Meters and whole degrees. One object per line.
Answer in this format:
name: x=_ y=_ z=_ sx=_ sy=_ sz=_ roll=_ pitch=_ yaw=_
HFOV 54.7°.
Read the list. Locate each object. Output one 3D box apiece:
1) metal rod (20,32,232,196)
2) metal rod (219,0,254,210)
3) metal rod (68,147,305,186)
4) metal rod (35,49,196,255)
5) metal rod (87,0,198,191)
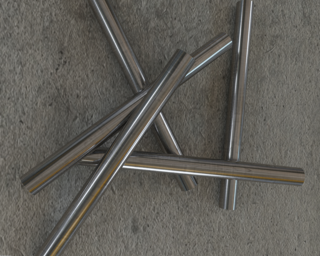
metal rod: x=-0.027 y=-0.027 z=0.371 sx=0.301 sy=0.025 sz=0.025 roll=-38 pitch=102 yaw=-16
metal rod: x=0.111 y=-0.034 z=0.449 sx=0.025 sy=0.025 sz=0.298 roll=6 pitch=88 yaw=-20
metal rod: x=0.040 y=0.048 z=0.393 sx=0.302 sy=0.025 sz=0.025 roll=7 pitch=88 yaw=-9
metal rod: x=-0.056 y=0.042 z=0.352 sx=0.025 sy=0.025 sz=0.299 roll=34 pitch=92 yaw=-17
metal rod: x=-0.025 y=-0.053 z=0.399 sx=0.025 sy=0.025 sz=0.299 roll=-29 pitch=100 yaw=-18
